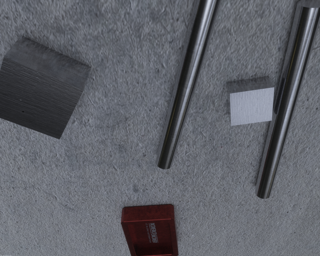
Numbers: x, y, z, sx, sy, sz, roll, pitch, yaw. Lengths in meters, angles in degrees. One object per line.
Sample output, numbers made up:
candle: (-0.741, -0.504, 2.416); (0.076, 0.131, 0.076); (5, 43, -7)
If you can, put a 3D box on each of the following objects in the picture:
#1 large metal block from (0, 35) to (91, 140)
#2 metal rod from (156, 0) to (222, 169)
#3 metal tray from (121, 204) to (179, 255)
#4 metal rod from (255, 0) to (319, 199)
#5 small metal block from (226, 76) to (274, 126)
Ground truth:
large metal block: (-0.135, -0.044, 0.352); (0.080, 0.050, 0.080); (23, 126, -19)
metal rod: (0.032, -0.061, 0.355); (0.025, 0.025, 0.298); (7, 130, -7)
metal tray: (-0.015, 0.193, 0.568); (0.091, 0.030, 0.129); (-5, 130, 3)
metal rod: (0.157, -0.009, 0.401); (0.025, 0.025, 0.298); (-3, 130, 2)
small metal block: (0.110, -0.033, 0.381); (0.050, 0.025, 0.050); (-8, 130, 6)
